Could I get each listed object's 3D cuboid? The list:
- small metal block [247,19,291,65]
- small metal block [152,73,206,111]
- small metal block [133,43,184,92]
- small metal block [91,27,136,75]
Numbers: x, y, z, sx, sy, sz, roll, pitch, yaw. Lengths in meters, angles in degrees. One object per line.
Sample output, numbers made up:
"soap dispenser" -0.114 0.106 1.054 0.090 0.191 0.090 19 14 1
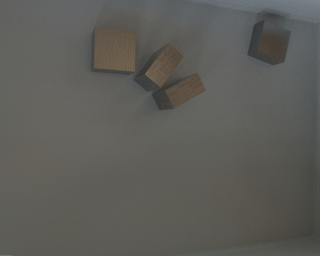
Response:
"small metal block" 0.167 -0.130 0.474 0.050 0.025 0.050 15 85 -20
"small metal block" 0.024 -0.047 0.407 0.050 0.050 0.025 -30 101 -18
"small metal block" -0.003 -0.076 0.397 0.025 0.050 0.050 39 77 -16
"small metal block" -0.059 -0.096 0.389 0.050 0.025 0.050 1 90 -21
